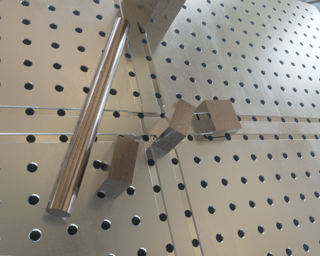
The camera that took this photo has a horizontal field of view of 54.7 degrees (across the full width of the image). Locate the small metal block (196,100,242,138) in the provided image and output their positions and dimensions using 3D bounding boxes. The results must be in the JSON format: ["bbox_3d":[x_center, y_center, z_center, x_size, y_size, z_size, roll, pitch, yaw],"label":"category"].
[{"bbox_3d":[0.089,-0.015,0.467,0.050,0.025,0.050,-4,64,-30],"label":"small metal block"}]

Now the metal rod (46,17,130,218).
[{"bbox_3d":[-0.079,-0.038,0.389,0.025,0.025,0.300,21,54,-16],"label":"metal rod"}]

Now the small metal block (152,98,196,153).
[{"bbox_3d":[0.018,-0.003,0.405,0.025,0.050,0.050,29,52,-10],"label":"small metal block"}]

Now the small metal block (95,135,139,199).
[{"bbox_3d":[-0.048,0.044,0.341,0.025,0.050,0.050,20,54,-17],"label":"small metal block"}]

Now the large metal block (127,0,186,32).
[{"bbox_3d":[-0.008,-0.215,0.502,0.050,0.080,0.080,-13,69,-34],"label":"large metal block"}]
